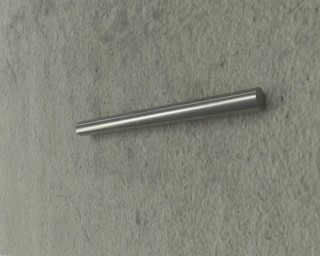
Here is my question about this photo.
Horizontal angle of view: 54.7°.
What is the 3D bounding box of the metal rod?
[{"bbox_3d":[-0.012,-0.014,0.412,0.300,0.025,0.025,-8,85,39],"label":"metal rod"}]
